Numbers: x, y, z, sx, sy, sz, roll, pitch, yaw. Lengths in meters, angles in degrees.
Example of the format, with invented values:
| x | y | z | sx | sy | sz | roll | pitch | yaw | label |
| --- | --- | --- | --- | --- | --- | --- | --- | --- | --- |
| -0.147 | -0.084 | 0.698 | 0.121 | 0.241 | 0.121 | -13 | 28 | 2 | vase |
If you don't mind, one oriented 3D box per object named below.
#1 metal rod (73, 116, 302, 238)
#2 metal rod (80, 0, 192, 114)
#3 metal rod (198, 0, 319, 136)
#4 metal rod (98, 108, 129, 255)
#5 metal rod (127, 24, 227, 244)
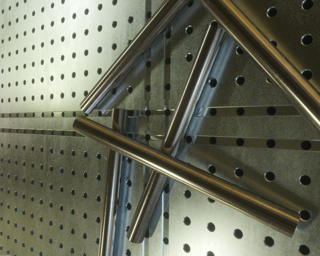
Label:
| x | y | z | sx | sy | sz | roll | pitch | yaw | label |
| --- | --- | --- | --- | --- | --- | --- | --- | --- | --- |
| 0.009 | 0.045 | 0.369 | 0.300 | 0.025 | 0.025 | 22 | 104 | 28 | metal rod |
| -0.024 | -0.118 | 0.427 | 0.299 | 0.025 | 0.025 | -42 | 65 | 31 | metal rod |
| 0.079 | -0.108 | 0.322 | 0.025 | 0.025 | 0.299 | -46 | 69 | 30 | metal rod |
| -0.074 | 0.119 | 0.467 | 0.025 | 0.025 | 0.298 | 10 | 97 | 39 | metal rod |
| 0.015 | 0.020 | 0.394 | 0.025 | 0.025 | 0.298 | 32 | 110 | 35 | metal rod |
